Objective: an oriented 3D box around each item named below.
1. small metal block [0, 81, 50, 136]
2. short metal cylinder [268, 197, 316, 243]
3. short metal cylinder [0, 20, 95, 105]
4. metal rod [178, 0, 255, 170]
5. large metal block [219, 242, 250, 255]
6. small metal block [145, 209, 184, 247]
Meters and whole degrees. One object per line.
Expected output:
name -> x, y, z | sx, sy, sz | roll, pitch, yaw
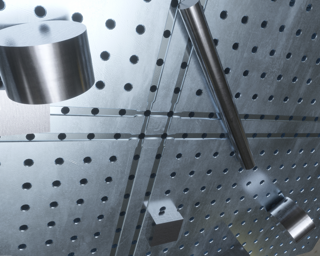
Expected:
small metal block -> -0.142, -0.021, 0.320 | 0.050, 0.025, 0.050 | -5, 121, -26
short metal cylinder -> 0.270, 0.190, 0.640 | 0.050, 0.080, 0.080 | -39, 129, -2
short metal cylinder -> -0.103, -0.062, 0.281 | 0.081, 0.080, 0.050 | -16, 125, -20
metal rod -> 0.091, -0.038, 0.436 | 0.025, 0.025, 0.299 | -35, 129, -5
large metal block -> 0.162, 0.309, 0.674 | 0.080, 0.050, 0.080 | -30, 129, -9
small metal block -> 0.007, 0.166, 0.517 | 0.050, 0.025, 0.050 | -2, 119, -28
